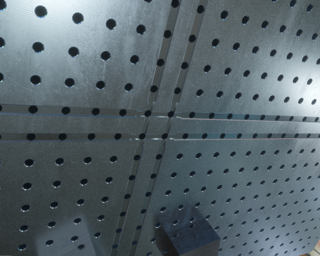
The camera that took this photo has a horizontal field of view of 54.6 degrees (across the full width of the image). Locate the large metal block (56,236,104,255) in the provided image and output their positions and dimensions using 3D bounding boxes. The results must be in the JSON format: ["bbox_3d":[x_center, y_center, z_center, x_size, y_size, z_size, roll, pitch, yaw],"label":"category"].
[{"bbox_3d":[-0.120,0.224,0.467,0.080,0.050,0.080,-27,128,-11],"label":"large metal block"}]

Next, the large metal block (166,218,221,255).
[{"bbox_3d":[0.058,0.222,0.563,0.081,0.050,0.079,-13,124,-21],"label":"large metal block"}]
